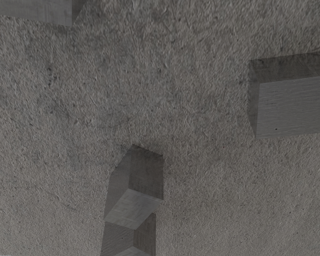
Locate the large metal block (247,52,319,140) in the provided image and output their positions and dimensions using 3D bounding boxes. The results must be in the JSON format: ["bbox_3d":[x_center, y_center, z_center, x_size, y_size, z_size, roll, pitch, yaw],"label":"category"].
[{"bbox_3d":[0.149,-0.037,0.361,0.080,0.050,0.080,-6,130,5],"label":"large metal block"}]

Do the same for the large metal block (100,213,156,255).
[{"bbox_3d":[-0.053,0.189,0.531,0.080,0.080,0.050,-35,122,26],"label":"large metal block"}]

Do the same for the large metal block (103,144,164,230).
[{"bbox_3d":[-0.037,0.084,0.442,0.050,0.080,0.080,23,126,-19],"label":"large metal block"}]

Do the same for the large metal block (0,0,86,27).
[{"bbox_3d":[-0.106,-0.131,0.258,0.081,0.080,0.050,8,130,-7],"label":"large metal block"}]
